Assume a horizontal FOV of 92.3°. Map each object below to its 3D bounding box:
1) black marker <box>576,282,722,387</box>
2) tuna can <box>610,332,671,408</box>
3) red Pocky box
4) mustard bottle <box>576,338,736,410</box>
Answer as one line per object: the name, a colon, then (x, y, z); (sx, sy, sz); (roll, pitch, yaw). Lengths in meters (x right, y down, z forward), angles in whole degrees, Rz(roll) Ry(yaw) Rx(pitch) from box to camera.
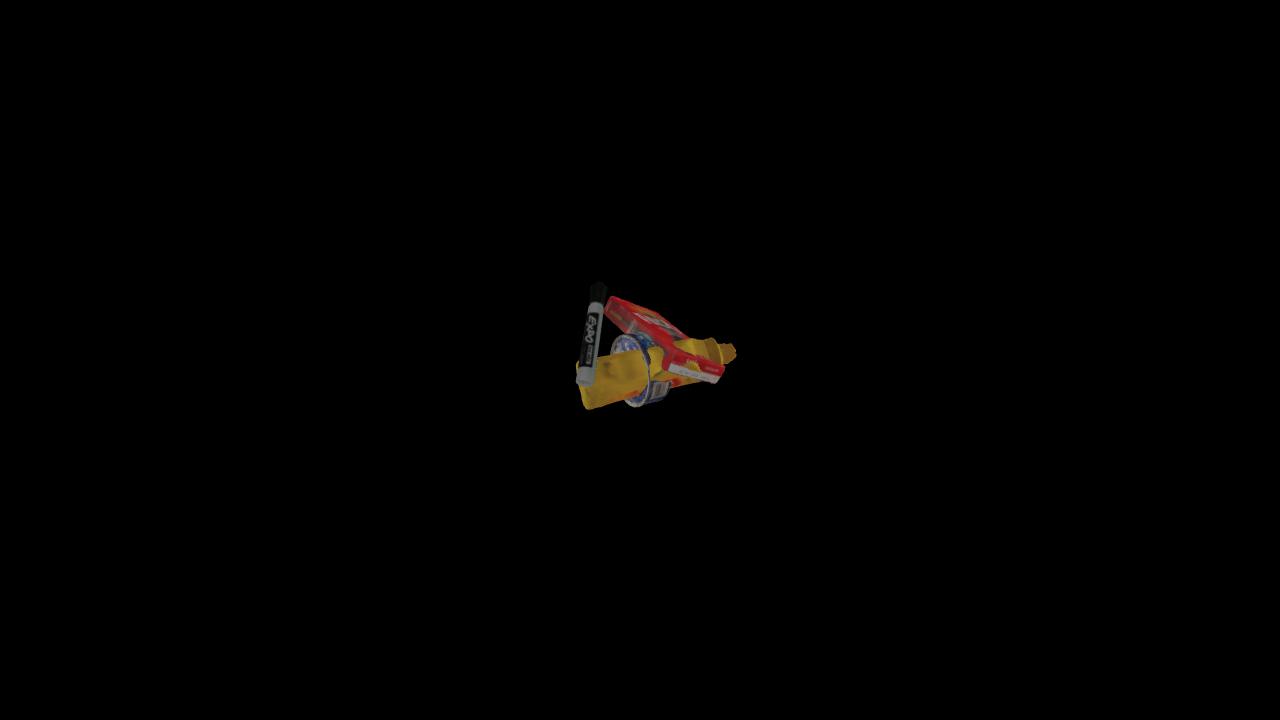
black marker: (-0.050, -0.030, 0.654); (0.020, 0.121, 0.020); (5, -25, 3)
tuna can: (0.001, 0.010, 0.701); (0.034, 0.084, 0.084); (-12, 6, -30)
red Pocky box: (0.024, -0.026, 0.728); (0.083, 0.028, 0.155); (14, 19, -40)
mustard bottle: (0.021, 0.009, 0.698); (0.184, 0.054, 0.092); (-13, -21, -8)
